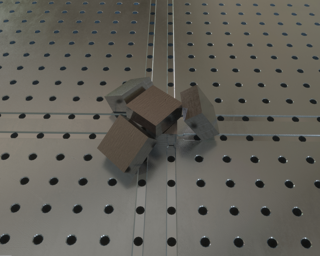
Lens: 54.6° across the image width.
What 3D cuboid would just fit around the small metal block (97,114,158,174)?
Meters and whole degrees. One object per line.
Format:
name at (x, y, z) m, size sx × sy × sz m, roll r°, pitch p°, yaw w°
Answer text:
small metal block at (-0.039, 0.020, 0.374) m, size 0.050 × 0.025 × 0.050 m, roll 37°, pitch 96°, yaw 27°

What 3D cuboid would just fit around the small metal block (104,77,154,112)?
small metal block at (-0.041, -0.046, 0.431) m, size 0.050 × 0.025 × 0.050 m, roll -39°, pitch 24°, yaw -28°

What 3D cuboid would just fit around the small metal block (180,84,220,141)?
small metal block at (0.052, -0.019, 0.405) m, size 0.025 × 0.050 × 0.050 m, roll -24°, pitch 46°, yaw 23°

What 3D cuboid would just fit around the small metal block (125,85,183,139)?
small metal block at (-0.007, -0.021, 0.393) m, size 0.050 × 0.025 × 0.050 m, roll 34°, pitch 57°, yaw 25°

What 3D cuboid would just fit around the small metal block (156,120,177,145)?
small metal block at (-0.003, -0.005, 0.412) m, size 0.050 × 0.025 × 0.050 m, roll 1°, pitch 53°, yaw 1°
